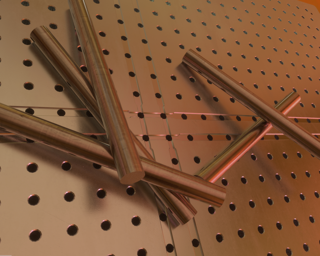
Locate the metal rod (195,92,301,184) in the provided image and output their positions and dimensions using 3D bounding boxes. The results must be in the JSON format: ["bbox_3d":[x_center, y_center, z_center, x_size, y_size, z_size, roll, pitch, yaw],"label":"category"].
[{"bbox_3d":[0.151,0.007,0.487,0.302,0.025,0.025,-32,80,-38],"label":"metal rod"}]

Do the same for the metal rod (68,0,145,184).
[{"bbox_3d":[-0.075,-0.069,0.378,0.025,0.025,0.299,-2,53,-30],"label":"metal rod"}]

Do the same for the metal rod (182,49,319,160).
[{"bbox_3d":[0.161,-0.029,0.485,0.300,0.025,0.025,37,50,8],"label":"metal rod"}]

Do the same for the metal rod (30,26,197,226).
[{"bbox_3d":[-0.061,-0.008,0.381,0.025,0.025,0.300,-34,81,-38],"label":"metal rod"}]

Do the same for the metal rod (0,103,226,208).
[{"bbox_3d":[-0.069,0.025,0.335,0.302,0.025,0.025,22,53,-8],"label":"metal rod"}]
